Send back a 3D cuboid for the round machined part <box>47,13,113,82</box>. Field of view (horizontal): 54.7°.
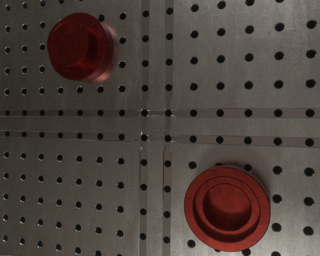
[{"bbox_3d":[-0.121,-0.117,0.445,0.098,0.042,0.097,0,90,19],"label":"round machined part"}]

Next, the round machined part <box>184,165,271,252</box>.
[{"bbox_3d":[0.082,0.093,0.374,0.098,0.042,0.097,0,90,19],"label":"round machined part"}]
